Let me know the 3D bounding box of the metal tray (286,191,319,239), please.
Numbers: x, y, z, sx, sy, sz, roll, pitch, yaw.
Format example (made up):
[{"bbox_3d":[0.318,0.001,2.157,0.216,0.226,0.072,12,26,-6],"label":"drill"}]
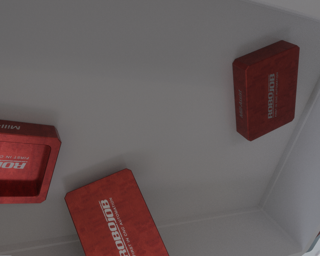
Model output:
[{"bbox_3d":[0.363,0.210,0.736,0.130,0.030,0.090,34,99,-39],"label":"metal tray"}]

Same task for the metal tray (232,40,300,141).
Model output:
[{"bbox_3d":[0.157,-0.052,0.458,0.091,0.030,0.129,-24,127,-14],"label":"metal tray"}]

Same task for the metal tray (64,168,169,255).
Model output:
[{"bbox_3d":[-0.055,0.128,0.395,0.091,0.130,0.030,-22,164,-16],"label":"metal tray"}]

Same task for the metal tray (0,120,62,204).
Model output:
[{"bbox_3d":[-0.182,0.036,0.328,0.131,0.030,0.089,8,115,-32],"label":"metal tray"}]
